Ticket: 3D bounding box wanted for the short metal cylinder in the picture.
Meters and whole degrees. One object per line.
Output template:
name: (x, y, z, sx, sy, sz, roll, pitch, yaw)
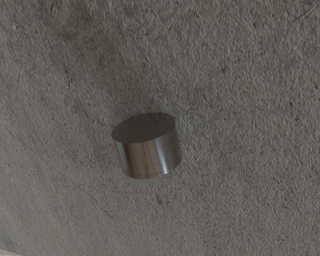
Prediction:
short metal cylinder: (-0.016, 0.020, 0.393, 0.080, 0.080, 0.050, 2, 119, 27)
